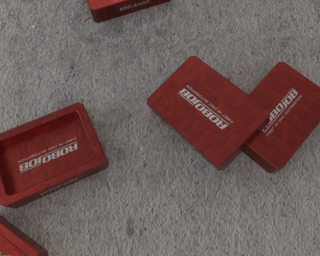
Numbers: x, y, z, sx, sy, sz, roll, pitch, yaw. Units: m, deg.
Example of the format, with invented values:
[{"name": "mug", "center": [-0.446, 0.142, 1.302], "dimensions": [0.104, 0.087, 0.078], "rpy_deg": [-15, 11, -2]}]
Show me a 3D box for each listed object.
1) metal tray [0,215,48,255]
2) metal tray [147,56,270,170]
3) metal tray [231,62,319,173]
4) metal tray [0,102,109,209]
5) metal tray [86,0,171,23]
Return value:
[{"name": "metal tray", "center": [-0.203, 0.170, 0.341], "dimensions": [0.090, 0.030, 0.130], "rpy_deg": [32, 73, 11]}, {"name": "metal tray", "center": [0.059, -0.022, 0.393], "dimensions": [0.090, 0.030, 0.130], "rpy_deg": [-45, 66, -4]}, {"name": "metal tray", "center": [0.155, -0.016, 0.412], "dimensions": [0.090, 0.030, 0.130], "rpy_deg": [41, 75, 13]}, {"name": "metal tray", "center": [-0.142, 0.033, 0.392], "dimensions": [0.131, 0.030, 0.090], "rpy_deg": [-24, 72, -9]}, {"name": "metal tray", "center": [-0.056, -0.227, 0.488], "dimensions": [0.131, 0.030, 0.090], "rpy_deg": [-20, 71, -7]}]
